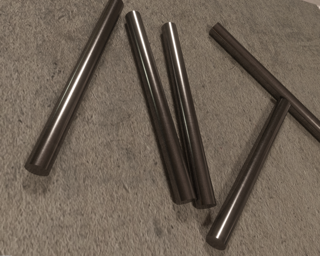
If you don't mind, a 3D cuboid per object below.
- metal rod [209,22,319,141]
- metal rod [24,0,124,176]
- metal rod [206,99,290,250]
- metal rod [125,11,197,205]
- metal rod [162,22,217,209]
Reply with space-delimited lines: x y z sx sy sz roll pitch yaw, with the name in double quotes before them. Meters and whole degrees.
"metal rod" 0.205 -0.080 0.565 0.300 0.025 0.025 45 51 3
"metal rod" -0.096 -0.076 0.399 0.025 0.025 0.300 24 53 -14
"metal rod" 0.141 0.046 0.454 0.025 0.025 0.301 42 51 0
"metal rod" -0.005 -0.044 0.429 0.025 0.025 0.299 -1 62 -29
"metal rod" 0.036 -0.035 0.446 0.025 0.025 0.299 5 59 -26
